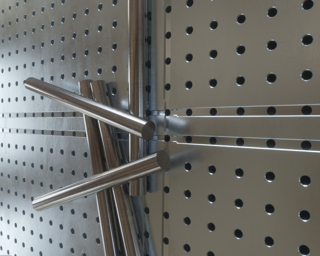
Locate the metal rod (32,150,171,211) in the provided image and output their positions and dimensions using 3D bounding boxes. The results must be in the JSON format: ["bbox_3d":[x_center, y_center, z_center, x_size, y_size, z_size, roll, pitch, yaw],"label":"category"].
[{"bbox_3d":[-0.105,0.086,0.459,0.299,0.025,0.025,-24,75,37],"label":"metal rod"}]

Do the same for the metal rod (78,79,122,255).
[{"bbox_3d":[-0.093,0.070,0.483,0.025,0.025,0.298,-18,79,38],"label":"metal rod"}]

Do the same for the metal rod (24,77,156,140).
[{"bbox_3d":[-0.125,-0.039,0.475,0.300,0.025,0.025,21,103,38],"label":"metal rod"}]

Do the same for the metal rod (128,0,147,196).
[{"bbox_3d":[-0.032,-0.057,0.433,0.025,0.025,0.298,-1,90,39],"label":"metal rod"}]

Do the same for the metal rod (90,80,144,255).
[{"bbox_3d":[-0.062,0.072,0.458,0.025,0.025,0.299,-23,76,37],"label":"metal rod"}]
